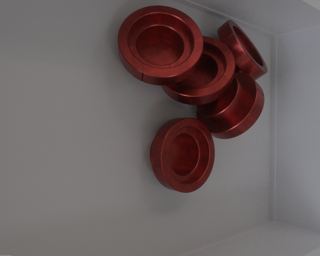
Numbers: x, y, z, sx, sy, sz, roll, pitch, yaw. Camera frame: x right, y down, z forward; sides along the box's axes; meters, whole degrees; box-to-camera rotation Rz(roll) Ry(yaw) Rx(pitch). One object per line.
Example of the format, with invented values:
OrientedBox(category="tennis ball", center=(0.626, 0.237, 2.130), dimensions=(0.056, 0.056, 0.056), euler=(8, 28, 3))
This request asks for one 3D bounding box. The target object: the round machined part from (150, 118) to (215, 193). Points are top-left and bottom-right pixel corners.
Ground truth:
OrientedBox(category="round machined part", center=(0.026, 0.035, 0.417), dimensions=(0.099, 0.042, 0.097), euler=(0, 90, -40))

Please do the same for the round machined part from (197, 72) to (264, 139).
OrientedBox(category="round machined part", center=(0.091, -0.037, 0.434), dimensions=(0.042, 0.098, 0.098), euler=(34, 69, -37))

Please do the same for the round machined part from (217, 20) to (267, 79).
OrientedBox(category="round machined part", center=(0.118, -0.113, 0.475), dimensions=(0.098, 0.042, 0.098), euler=(35, 35, -30))

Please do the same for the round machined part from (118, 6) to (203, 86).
OrientedBox(category="round machined part", center=(-0.001, -0.094, 0.374), dimensions=(0.099, 0.042, 0.098), euler=(2, 70, -5))

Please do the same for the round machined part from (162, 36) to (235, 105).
OrientedBox(category="round machined part", center=(0.048, -0.071, 0.411), dimensions=(0.098, 0.098, 0.042), euler=(-62, 161, -22))
